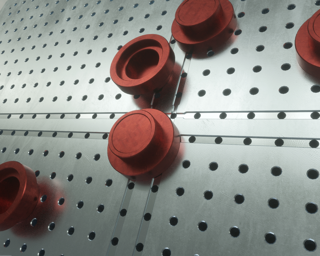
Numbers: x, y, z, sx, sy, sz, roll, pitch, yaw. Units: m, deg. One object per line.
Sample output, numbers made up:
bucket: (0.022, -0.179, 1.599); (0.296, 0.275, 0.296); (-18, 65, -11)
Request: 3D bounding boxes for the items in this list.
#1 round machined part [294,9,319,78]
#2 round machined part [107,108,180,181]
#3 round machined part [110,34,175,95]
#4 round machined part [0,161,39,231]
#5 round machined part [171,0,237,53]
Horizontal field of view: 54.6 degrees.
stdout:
round machined part: (0.207, -0.106, 0.354); (0.098, 0.042, 0.098); (-13, 56, 21)
round machined part: (-0.028, 0.015, 0.403); (0.098, 0.042, 0.098); (-13, 56, 21)
round machined part: (-0.022, -0.090, 0.465); (0.098, 0.042, 0.098); (-13, 56, 21)
round machined part: (-0.218, 0.101, 0.452); (0.098, 0.042, 0.098); (-13, 56, 21)
round machined part: (0.062, -0.164, 0.467); (0.098, 0.042, 0.098); (-13, 56, 21)
